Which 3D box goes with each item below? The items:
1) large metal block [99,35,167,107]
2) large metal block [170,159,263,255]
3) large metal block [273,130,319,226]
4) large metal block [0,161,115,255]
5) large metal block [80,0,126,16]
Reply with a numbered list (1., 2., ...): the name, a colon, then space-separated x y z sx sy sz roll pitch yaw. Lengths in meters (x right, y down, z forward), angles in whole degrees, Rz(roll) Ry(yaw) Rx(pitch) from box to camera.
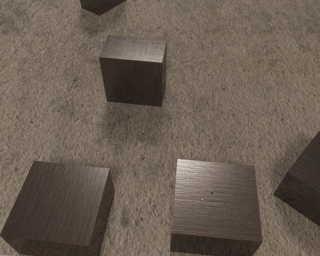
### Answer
1. large metal block: -0.034 -0.079 0.433 0.080 0.080 0.050 6 50 4
2. large metal block: 0.054 0.082 0.319 0.080 0.050 0.080 5 50 3
3. large metal block: 0.188 0.060 0.339 0.080 0.050 0.080 36 58 26
4. large metal block: -0.097 0.084 0.315 0.080 0.050 0.080 5 50 4
5. large metal block: -0.113 -0.279 0.600 0.050 0.080 0.080 31 56 23
